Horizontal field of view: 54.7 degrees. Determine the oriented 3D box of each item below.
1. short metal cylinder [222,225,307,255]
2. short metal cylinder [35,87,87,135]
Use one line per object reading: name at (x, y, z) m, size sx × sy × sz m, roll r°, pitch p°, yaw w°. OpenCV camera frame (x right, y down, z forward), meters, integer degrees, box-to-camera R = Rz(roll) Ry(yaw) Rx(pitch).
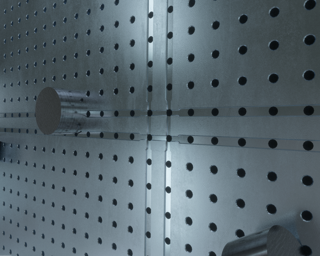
short metal cylinder at (0.103, 0.138, 0.289) m, size 0.050 × 0.081 × 0.080 m, roll -36°, pitch 68°, yaw 34°
short metal cylinder at (-0.171, -0.029, 0.534) m, size 0.080 × 0.050 × 0.079 m, roll 0°, pitch 90°, yaw 40°
